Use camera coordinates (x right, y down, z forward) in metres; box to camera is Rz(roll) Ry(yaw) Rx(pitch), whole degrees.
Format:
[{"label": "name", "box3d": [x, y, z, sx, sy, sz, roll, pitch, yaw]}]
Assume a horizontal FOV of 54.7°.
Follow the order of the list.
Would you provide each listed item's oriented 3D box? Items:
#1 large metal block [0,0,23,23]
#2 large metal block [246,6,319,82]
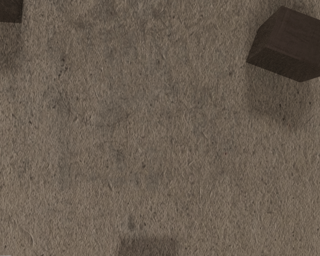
[{"label": "large metal block", "box3d": [-0.226, -0.169, 0.379, 0.081, 0.080, 0.050, 4, 90, -1]}, {"label": "large metal block", "box3d": [0.164, -0.099, 0.385, 0.080, 0.080, 0.050, 20, 90, -1]}]
